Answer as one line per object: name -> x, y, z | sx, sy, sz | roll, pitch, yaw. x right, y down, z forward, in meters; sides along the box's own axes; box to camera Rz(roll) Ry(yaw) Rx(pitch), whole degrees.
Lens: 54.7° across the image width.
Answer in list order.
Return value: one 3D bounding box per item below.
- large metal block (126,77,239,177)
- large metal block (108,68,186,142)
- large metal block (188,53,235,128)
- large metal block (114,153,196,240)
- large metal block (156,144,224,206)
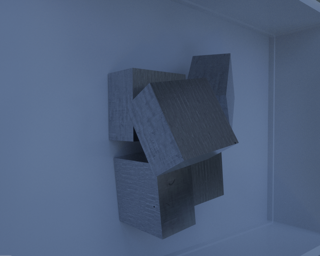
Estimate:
large metal block -> 0.023, -0.003, 0.325 | 0.081, 0.050, 0.080 | -12, 73, -39
large metal block -> -0.015, -0.026, 0.378 | 0.081, 0.050, 0.079 | -1, 91, -40
large metal block -> 0.070, -0.042, 0.416 | 0.080, 0.050, 0.080 | 70, 27, -46
large metal block -> -0.008, 0.073, 0.364 | 0.050, 0.080, 0.079 | -9, 96, -40
large metal block -> 0.039, 0.057, 0.421 | 0.081, 0.050, 0.079 | -7, 95, -40
